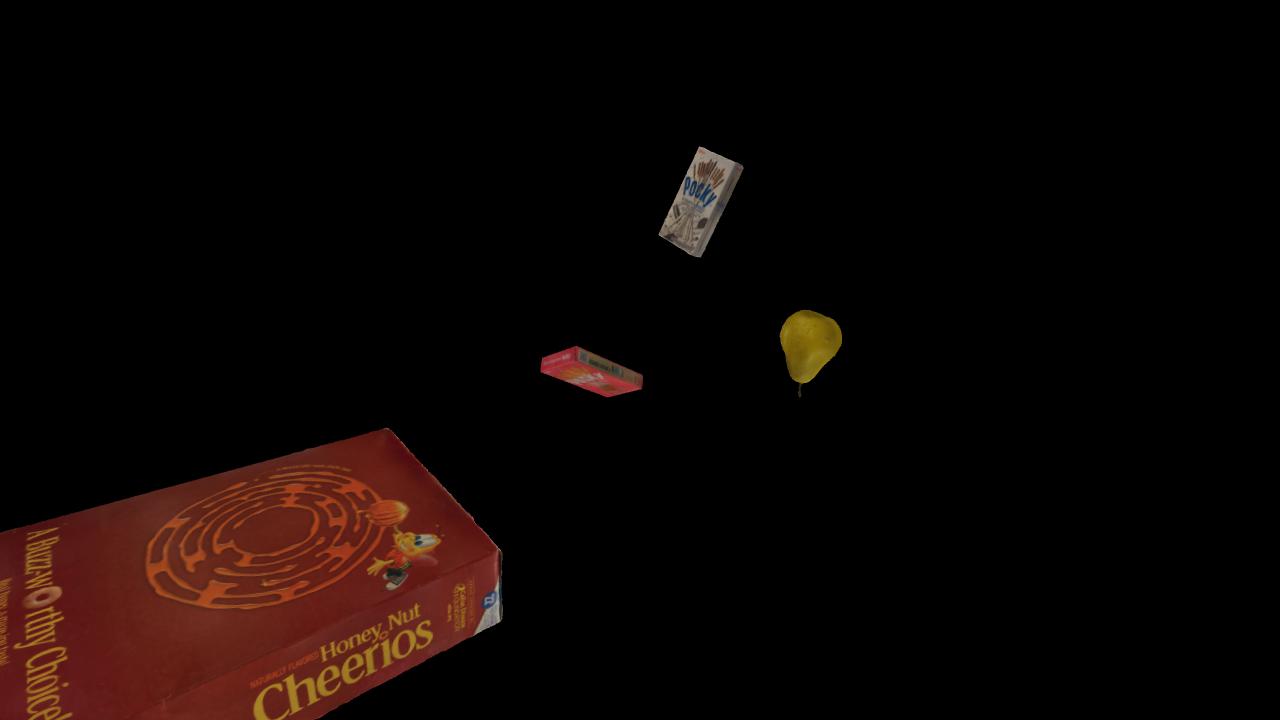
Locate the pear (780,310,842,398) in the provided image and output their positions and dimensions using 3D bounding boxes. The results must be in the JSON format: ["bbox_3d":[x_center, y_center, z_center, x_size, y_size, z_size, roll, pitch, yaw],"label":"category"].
[{"bbox_3d":[0.221,-0.009,0.822,0.080,0.111,0.080,15,17,-5],"label":"pear"}]

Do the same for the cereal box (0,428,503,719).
[{"bbox_3d":[-0.271,0.155,0.402,0.306,0.081,0.203,-15,31,-40],"label":"cereal box"}]

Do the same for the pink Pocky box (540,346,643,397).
[{"bbox_3d":[-0.077,0.022,1.003,0.084,0.029,0.155,-17,-29,39],"label":"pink Pocky box"}]

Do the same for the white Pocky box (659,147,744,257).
[{"bbox_3d":[0.095,-0.248,0.971,0.028,0.154,0.084,4,28,-49],"label":"white Pocky box"}]
